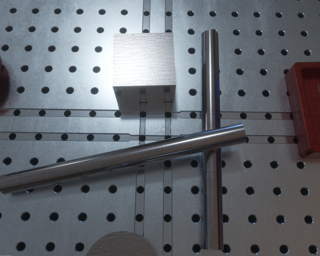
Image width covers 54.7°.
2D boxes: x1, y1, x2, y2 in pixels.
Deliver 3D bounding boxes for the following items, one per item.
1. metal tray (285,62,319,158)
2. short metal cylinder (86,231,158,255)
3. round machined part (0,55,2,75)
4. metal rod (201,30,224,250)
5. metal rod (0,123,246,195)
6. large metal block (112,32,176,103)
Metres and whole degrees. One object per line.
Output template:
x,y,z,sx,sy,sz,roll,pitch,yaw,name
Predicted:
0.230,-0.027,0.421,0.091,0.030,0.130,-1,70,-1,metal tray
-0.040,0.156,0.341,0.081,0.050,0.080,0,70,0,short metal cylinder
-0.268,-0.080,0.429,0.099,0.042,0.098,0,70,-1,round machined part
0.068,0.001,0.412,0.025,0.025,0.299,2,70,0,metal rod
-0.046,0.038,0.381,0.302,0.025,0.025,-12,71,1,metal rod
-0.021,-0.083,0.428,0.081,0.050,0.080,-2,70,-1,large metal block
